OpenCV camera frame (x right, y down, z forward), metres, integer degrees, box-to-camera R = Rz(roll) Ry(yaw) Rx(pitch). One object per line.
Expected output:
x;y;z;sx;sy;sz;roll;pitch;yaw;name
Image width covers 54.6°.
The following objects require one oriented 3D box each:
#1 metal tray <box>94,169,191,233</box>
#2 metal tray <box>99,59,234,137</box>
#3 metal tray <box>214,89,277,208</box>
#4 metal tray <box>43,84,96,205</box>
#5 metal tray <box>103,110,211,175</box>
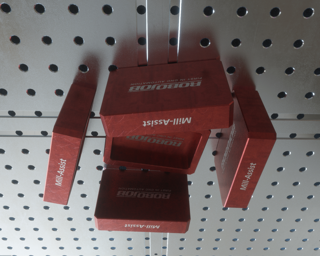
-0.024;0.106;0.459;0.131;0.090;0.030;3;130;-2;metal tray
0.007;-0.035;0.338;0.131;0.090;0.030;-5;130;4;metal tray
0.101;0.028;0.393;0.030;0.090;0.129;3;130;-3;metal tray
-0.113;0.022;0.387;0.030;0.090;0.129;14;129;-11;metal tray
-0.007;0.016;0.421;0.131;0.030;0.089;8;130;-8;metal tray
